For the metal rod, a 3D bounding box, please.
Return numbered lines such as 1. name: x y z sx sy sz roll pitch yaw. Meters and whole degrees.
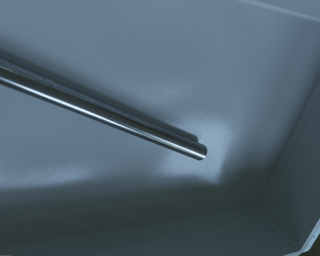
1. metal rod: -0.049 -0.010 0.376 0.302 0.025 0.025 23 106 -37
